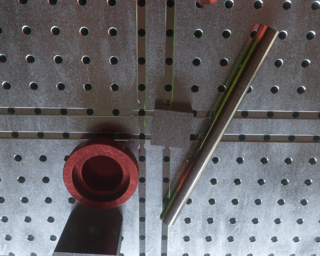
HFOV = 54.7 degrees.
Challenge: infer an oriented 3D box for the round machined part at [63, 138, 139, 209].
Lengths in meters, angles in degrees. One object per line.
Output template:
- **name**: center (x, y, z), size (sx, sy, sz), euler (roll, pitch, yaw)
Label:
- **round machined part**: center (-0.078, 0.058, 0.425), size (0.099, 0.042, 0.097), euler (0, 110, -1)

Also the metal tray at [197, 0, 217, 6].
- **metal tray**: center (0.021, -0.188, 0.309), size (0.030, 0.090, 0.130), euler (-35, 107, 12)

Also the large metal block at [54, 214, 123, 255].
- **large metal block**: center (-0.099, 0.172, 0.446), size (0.081, 0.080, 0.050), euler (4, 110, -2)

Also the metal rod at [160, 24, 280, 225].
- **metal rod**: center (0.072, 0.009, 0.417), size (0.025, 0.025, 0.298), euler (22, 108, -9)

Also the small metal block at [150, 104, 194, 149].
- **small metal block**: center (0.015, -0.002, 0.413), size (0.050, 0.025, 0.050), euler (6, 110, -3)
